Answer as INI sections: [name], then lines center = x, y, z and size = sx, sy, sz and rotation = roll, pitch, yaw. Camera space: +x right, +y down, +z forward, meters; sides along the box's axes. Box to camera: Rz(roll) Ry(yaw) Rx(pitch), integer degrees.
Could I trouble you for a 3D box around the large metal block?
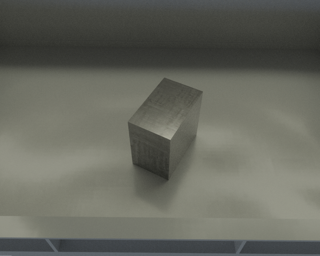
[large metal block]
center = 0.008, 0.001, 0.368
size = 0.050, 0.080, 0.080
rotation = 23, 54, 18
